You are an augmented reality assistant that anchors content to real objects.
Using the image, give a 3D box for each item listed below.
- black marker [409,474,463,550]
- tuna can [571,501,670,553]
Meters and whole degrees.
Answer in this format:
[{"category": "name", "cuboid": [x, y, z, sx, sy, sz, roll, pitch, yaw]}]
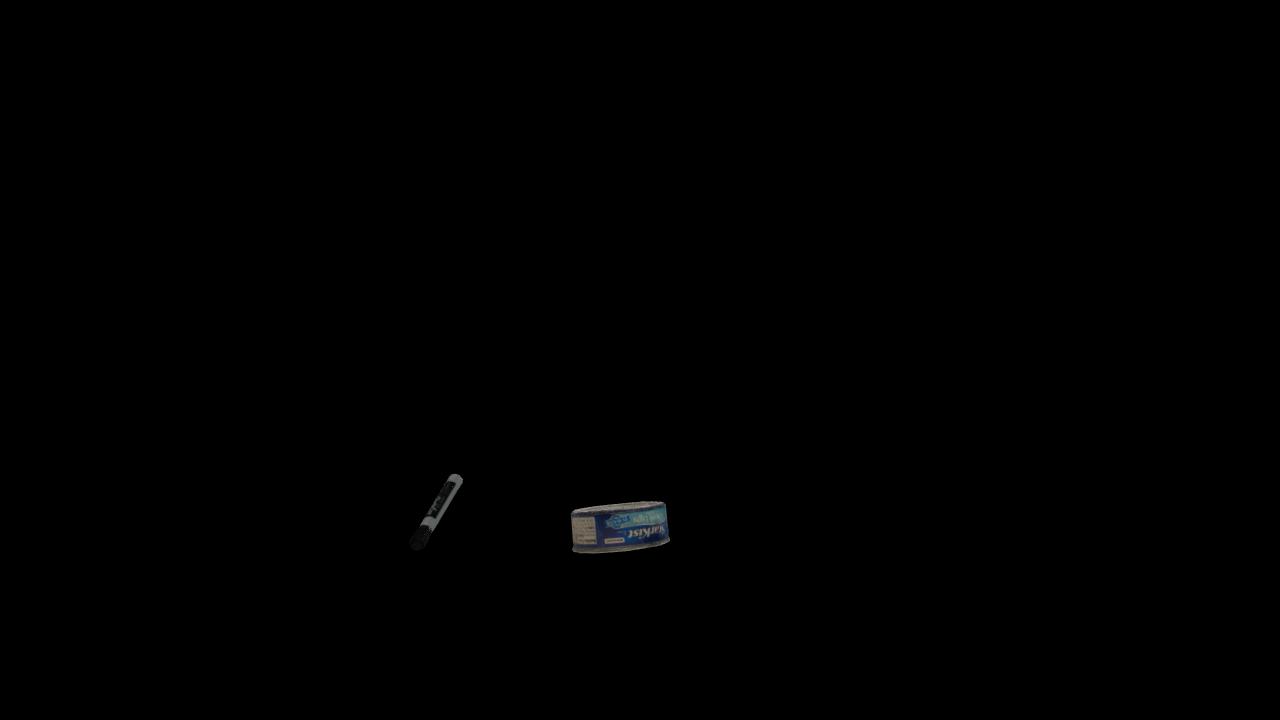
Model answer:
[{"category": "black marker", "cuboid": [-0.247, 0.184, 0.749, 0.020, 0.020, 0.121, 0, 28, 8]}, {"category": "tuna can", "cuboid": [-0.017, 0.142, 0.528, 0.084, 0.034, 0.084, -5, -10, -1]}]
